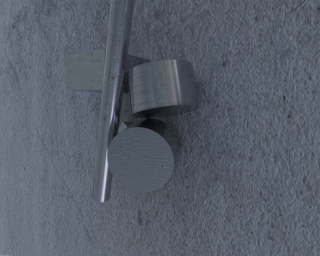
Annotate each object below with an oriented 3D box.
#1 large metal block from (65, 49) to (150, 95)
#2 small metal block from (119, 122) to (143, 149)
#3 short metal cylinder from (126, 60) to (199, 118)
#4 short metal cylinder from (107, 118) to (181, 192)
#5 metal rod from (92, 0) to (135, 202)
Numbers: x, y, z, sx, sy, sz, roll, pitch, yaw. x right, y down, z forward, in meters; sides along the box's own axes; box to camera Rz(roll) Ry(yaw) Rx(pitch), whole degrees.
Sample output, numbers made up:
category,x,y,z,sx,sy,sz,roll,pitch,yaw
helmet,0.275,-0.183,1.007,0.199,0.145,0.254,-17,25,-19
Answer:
category,x,y,z,sx,sy,sz,roll,pitch,yaw
large metal block,-0.072,-0.074,0.429,0.080,0.081,0.050,7,94,40
small metal block,-0.041,0.026,0.439,0.050,0.025,0.050,47,118,30
short metal cylinder,0.003,-0.043,0.367,0.080,0.081,0.050,-12,82,39
short metal cylinder,-0.018,0.032,0.382,0.080,0.050,0.079,3,104,12
metal rod,-0.057,-0.041,0.370,0.025,0.025,0.298,28,119,36
